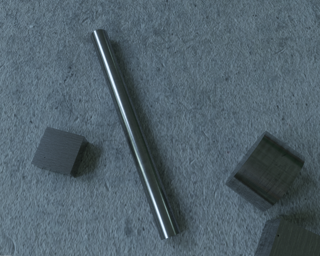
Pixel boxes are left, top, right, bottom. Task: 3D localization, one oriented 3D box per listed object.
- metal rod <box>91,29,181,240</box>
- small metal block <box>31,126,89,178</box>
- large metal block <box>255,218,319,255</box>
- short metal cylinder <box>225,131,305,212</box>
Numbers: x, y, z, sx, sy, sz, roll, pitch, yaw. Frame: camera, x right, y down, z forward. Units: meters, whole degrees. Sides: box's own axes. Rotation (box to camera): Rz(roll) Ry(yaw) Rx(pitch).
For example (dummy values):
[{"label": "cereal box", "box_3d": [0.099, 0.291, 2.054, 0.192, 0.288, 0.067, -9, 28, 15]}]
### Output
[{"label": "metal rod", "box_3d": [-0.038, -0.005, 0.409, 0.025, 0.025, 0.299, -19, 71, -7]}, {"label": "small metal block", "box_3d": [-0.126, 0.031, 0.395, 0.050, 0.025, 0.050, 15, 71, 5]}, {"label": "large metal block", "box_3d": [0.151, 0.156, 0.340, 0.080, 0.050, 0.080, 24, 72, 8]}, {"label": "short metal cylinder", "box_3d": [0.121, 0.050, 0.362, 0.050, 0.080, 0.080, 37, 74, 12]}]
